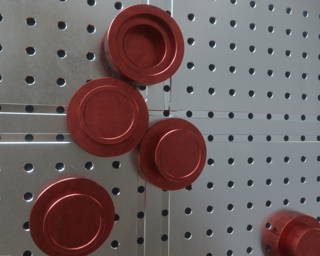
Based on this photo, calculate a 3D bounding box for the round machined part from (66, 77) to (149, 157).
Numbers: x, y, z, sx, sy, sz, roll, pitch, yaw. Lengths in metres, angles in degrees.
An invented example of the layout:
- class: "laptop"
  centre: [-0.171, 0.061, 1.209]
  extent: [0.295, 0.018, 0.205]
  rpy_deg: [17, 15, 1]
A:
- class: "round machined part"
  centre: [-0.062, -0.014, 0.372]
  extent: [0.099, 0.042, 0.097]
  rpy_deg: [1, 84, -11]

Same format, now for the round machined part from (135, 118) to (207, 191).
- class: "round machined part"
  centre: [0.019, 0.035, 0.412]
  extent: [0.099, 0.042, 0.097]
  rpy_deg: [0, 90, -21]

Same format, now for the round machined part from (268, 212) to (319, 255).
- class: "round machined part"
  centre: [0.225, 0.186, 0.489]
  extent: [0.099, 0.042, 0.097]
  rpy_deg: [0, 90, -21]

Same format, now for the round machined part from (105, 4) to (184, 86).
- class: "round machined part"
  centre: [-0.022, -0.102, 0.396]
  extent: [0.099, 0.042, 0.097]
  rpy_deg: [0, 90, -21]

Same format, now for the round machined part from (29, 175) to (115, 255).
- class: "round machined part"
  centre: [-0.102, 0.108, 0.367]
  extent: [0.099, 0.042, 0.097]
  rpy_deg: [0, 90, -21]
